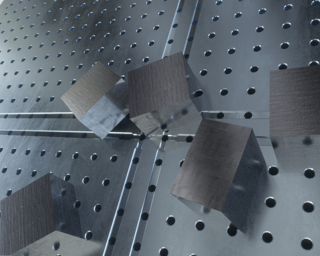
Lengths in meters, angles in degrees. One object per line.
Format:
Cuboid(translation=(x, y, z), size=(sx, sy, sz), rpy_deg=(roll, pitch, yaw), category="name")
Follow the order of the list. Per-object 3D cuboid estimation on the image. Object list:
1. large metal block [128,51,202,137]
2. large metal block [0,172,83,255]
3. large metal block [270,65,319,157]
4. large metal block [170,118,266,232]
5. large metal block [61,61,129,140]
Cuboid(translation=(0.006, -0.044, 0.415), size=(0.080, 0.050, 0.080), rpy_deg=(-18, 55, 17), category="large metal block")
Cuboid(translation=(-0.154, 0.117, 0.399), size=(0.080, 0.050, 0.080), rpy_deg=(-30, 52, 9), category="large metal block")
Cuboid(translation=(0.159, -0.017, 0.319), size=(0.080, 0.050, 0.080), rpy_deg=(-4, 60, 26), category="large metal block")
Cuboid(translation=(0.062, 0.048, 0.310), size=(0.050, 0.080, 0.080), rpy_deg=(13, 69, 33), category="large metal block")
Cuboid(translation=(-0.088, -0.043, 0.456), size=(0.080, 0.050, 0.080), rpy_deg=(-46, 44, -4), category="large metal block")
